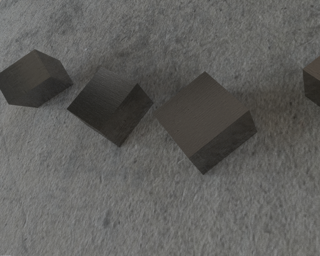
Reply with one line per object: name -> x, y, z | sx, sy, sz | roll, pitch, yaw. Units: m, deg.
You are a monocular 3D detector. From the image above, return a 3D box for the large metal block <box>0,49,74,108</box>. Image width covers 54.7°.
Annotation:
large metal block -> -0.205, -0.078, 0.512 | 0.080, 0.080, 0.050 | -31, 85, 7

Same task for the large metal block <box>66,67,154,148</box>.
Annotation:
large metal block -> -0.071, -0.031, 0.443 | 0.080, 0.050, 0.080 | 29, 77, 37

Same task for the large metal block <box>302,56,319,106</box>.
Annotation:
large metal block -> 0.206, -0.048, 0.309 | 0.080, 0.050, 0.080 | -38, 51, 2

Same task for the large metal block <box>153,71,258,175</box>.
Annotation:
large metal block -> 0.052, -0.007, 0.364 | 0.080, 0.050, 0.080 | -39, 51, 1
